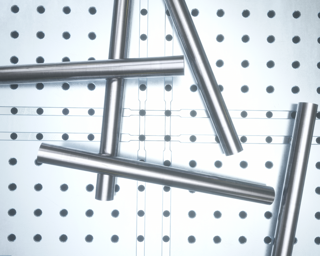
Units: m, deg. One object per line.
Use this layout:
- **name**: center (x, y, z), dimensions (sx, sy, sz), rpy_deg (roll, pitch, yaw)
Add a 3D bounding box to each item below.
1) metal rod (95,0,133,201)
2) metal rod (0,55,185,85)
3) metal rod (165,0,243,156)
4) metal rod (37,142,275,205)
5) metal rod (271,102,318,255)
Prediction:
- **metal rod**: center (-0.060, -0.054, 0.412), dimensions (0.025, 0.025, 0.298), rpy_deg (5, 90, -1)
- **metal rod**: center (-0.120, -0.071, 0.393), dimensions (0.302, 0.025, 0.025), rpy_deg (-2, 90, 7)
- **metal rod**: center (0.045, -0.106, 0.413), dimensions (0.025, 0.025, 0.299), rpy_deg (-21, 90, 0)
- **metal rod**: center (0.001, 0.060, 0.395), dimensions (0.302, 0.025, 0.025), rpy_deg (12, 90, -8)
- **metal rod**: center (0.173, 0.114, 0.415), dimensions (0.025, 0.025, 0.298), rpy_deg (10, 90, -1)
